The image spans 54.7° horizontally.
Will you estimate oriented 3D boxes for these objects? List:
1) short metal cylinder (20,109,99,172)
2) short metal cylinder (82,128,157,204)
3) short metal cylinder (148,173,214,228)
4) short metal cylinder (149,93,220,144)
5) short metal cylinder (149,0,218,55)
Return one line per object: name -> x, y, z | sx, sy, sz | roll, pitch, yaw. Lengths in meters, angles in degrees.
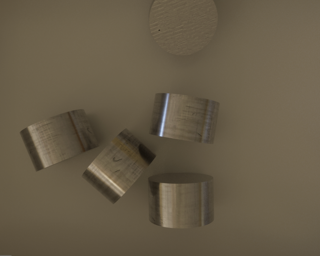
short metal cylinder -> -0.122, 0.015, 0.383 | 0.080, 0.080, 0.050 | -22, 90, 0
short metal cylinder -> -0.050, 0.047, 0.383 | 0.050, 0.080, 0.080 | 42, 90, 0
short metal cylinder -> 0.026, 0.086, 0.384 | 0.081, 0.080, 0.050 | -1, 90, 0
short metal cylinder -> 0.030, -0.011, 0.384 | 0.080, 0.080, 0.050 | 9, 90, 0
short metal cylinder -> 0.026, -0.135, 0.385 | 0.081, 0.050, 0.079 | -1, 115, -3
